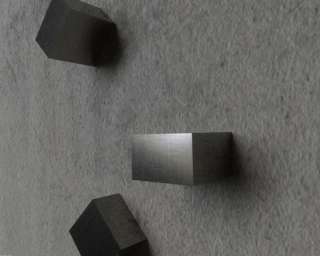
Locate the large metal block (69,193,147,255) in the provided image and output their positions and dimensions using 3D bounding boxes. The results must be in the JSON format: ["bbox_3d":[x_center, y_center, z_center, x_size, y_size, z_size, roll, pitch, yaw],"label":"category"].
[{"bbox_3d":[-0.078,0.155,0.450,0.080,0.050,0.080,52,120,27],"label":"large metal block"}]

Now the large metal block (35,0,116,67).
[{"bbox_3d":[-0.129,-0.147,0.473,0.050,0.081,0.080,49,119,28],"label":"large metal block"}]

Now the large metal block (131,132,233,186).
[{"bbox_3d":[0.025,0.031,0.347,0.080,0.081,0.050,-2,89,39],"label":"large metal block"}]
